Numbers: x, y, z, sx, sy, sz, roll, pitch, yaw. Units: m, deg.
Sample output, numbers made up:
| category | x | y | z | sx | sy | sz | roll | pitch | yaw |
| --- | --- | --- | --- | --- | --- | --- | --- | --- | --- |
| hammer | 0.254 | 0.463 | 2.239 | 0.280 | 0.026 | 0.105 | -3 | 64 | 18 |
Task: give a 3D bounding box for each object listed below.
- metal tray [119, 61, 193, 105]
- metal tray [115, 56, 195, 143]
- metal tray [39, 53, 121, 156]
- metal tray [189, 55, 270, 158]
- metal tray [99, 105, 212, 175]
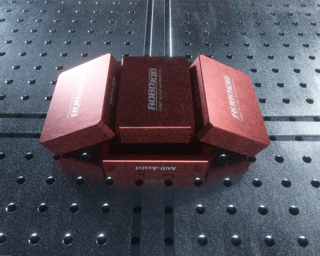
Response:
| category | x | y | z | sx | sy | sz | roll | pitch | yaw |
| --- | --- | --- | --- | --- | --- | --- | --- | --- | --- |
| metal tray | -0.006 | -0.057 | 0.452 | 0.131 | 0.030 | 0.090 | 0 | 50 | 0 |
| metal tray | -0.006 | -0.041 | 0.399 | 0.091 | 0.030 | 0.130 | 0 | 50 | -1 |
| metal tray | -0.100 | -0.034 | 0.408 | 0.090 | 0.030 | 0.130 | -17 | 47 | 19 |
| metal tray | 0.087 | -0.032 | 0.407 | 0.091 | 0.030 | 0.130 | 18 | 47 | -21 |
| metal tray | -0.005 | 0.013 | 0.394 | 0.131 | 0.030 | 0.090 | 0 | 50 | 0 |
